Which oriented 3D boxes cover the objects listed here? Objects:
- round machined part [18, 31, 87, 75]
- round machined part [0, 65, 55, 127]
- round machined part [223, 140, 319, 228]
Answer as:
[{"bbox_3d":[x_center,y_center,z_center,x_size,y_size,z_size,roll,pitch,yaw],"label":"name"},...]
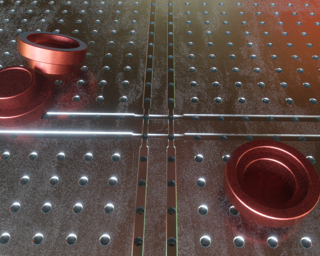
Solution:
[{"bbox_3d":[-0.164,-0.113,0.475,0.099,0.042,0.098,12,27,-6],"label":"round machined part"},{"bbox_3d":[-0.205,-0.051,0.439,0.099,0.042,0.098,0,50,0],"label":"round machined part"},{"bbox_3d":[0.119,0.064,0.344,0.099,0.042,0.098,0,50,0],"label":"round machined part"}]
